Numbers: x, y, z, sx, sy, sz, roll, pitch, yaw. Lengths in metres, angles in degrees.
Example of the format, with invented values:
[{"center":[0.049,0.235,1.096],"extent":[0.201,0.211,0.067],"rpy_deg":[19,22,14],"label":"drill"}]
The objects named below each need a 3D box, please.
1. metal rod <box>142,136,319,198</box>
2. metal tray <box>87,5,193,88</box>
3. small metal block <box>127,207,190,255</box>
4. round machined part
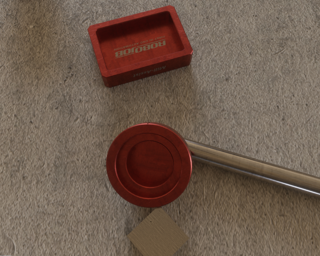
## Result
[{"center":[0.121,0.052,0.390],"extent":[0.301,0.025,0.025],"rpy_deg":[16,71,5],"label":"metal rod"},{"center":[-0.029,-0.119,0.448],"extent":[0.131,0.030,0.090],"rpy_deg":[-17,71,-7],"label":"metal tray"},{"center":[-0.002,0.127,0.362],"extent":[0.050,0.025,0.050],"rpy_deg":[-41,76,-14],"label":"small metal block"},{"center":[-0.011,0.041,0.371],"extent":[0.099,0.042,0.097],"rpy_deg":[1,96,7],"label":"round machined part"}]
